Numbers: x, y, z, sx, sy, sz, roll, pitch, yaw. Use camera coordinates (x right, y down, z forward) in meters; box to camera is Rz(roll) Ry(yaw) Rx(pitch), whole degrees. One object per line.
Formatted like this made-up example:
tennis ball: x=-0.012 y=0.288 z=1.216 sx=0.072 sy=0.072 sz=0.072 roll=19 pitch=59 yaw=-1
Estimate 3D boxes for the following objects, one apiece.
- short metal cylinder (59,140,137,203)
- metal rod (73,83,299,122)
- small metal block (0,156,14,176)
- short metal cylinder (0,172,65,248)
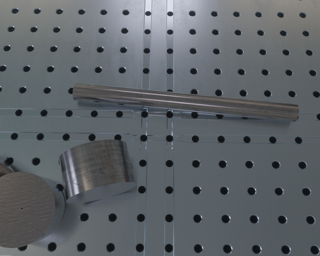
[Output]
short metal cylinder: x=-0.073 y=0.052 z=0.363 sx=0.081 sy=0.080 sz=0.050 roll=-15 pitch=71 yaw=-5
metal rod: x=0.033 y=-0.035 z=0.424 sx=0.302 sy=0.025 sz=0.025 roll=6 pitch=70 yaw=2
small metal block: x=-0.212 y=0.057 z=0.376 sx=0.050 sy=0.025 sz=0.050 roll=-48 pitch=42 yaw=-16
short metal cylinder: x=-0.157 y=0.093 z=0.358 sx=0.081 sy=0.050 sz=0.080 roll=1 pitch=76 yaw=-5
